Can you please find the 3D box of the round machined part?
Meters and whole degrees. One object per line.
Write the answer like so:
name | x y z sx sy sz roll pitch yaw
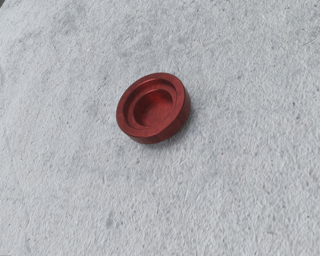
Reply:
round machined part | -0.005 -0.022 0.410 0.098 0.042 0.098 -13 56 21
